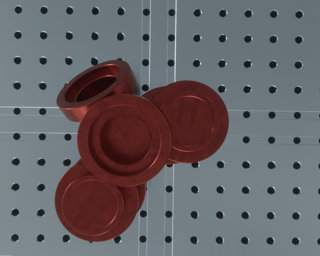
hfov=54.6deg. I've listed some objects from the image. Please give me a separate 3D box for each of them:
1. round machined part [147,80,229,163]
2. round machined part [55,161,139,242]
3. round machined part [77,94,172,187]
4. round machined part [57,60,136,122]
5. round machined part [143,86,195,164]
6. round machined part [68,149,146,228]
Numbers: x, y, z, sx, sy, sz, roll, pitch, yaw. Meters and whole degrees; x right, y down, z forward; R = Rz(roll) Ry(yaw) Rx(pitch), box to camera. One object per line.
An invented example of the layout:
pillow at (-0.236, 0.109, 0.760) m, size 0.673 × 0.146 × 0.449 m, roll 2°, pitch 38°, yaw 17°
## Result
round machined part at (0.032, -0.007, 0.362) m, size 0.099 × 0.042 × 0.097 m, roll 0°, pitch 89°, yaw 0°
round machined part at (-0.074, 0.085, 0.362) m, size 0.099 × 0.042 × 0.097 m, roll 0°, pitch 90°, yaw 0°
round machined part at (-0.036, 0.011, 0.341) m, size 0.098 × 0.042 × 0.097 m, roll 0°, pitch 98°, yaw 3°
round machined part at (-0.074, -0.040, 0.385) m, size 0.098 × 0.098 × 0.042 m, roll -27°, pitch 125°, yaw 0°
round machined part at (0.010, -0.003, 0.384) m, size 0.099 × 0.042 × 0.097 m, roll 0°, pitch 90°, yaw 0°
round machined part at (-0.067, 0.075, 0.384) m, size 0.099 × 0.042 × 0.097 m, roll 0°, pitch 90°, yaw 0°
